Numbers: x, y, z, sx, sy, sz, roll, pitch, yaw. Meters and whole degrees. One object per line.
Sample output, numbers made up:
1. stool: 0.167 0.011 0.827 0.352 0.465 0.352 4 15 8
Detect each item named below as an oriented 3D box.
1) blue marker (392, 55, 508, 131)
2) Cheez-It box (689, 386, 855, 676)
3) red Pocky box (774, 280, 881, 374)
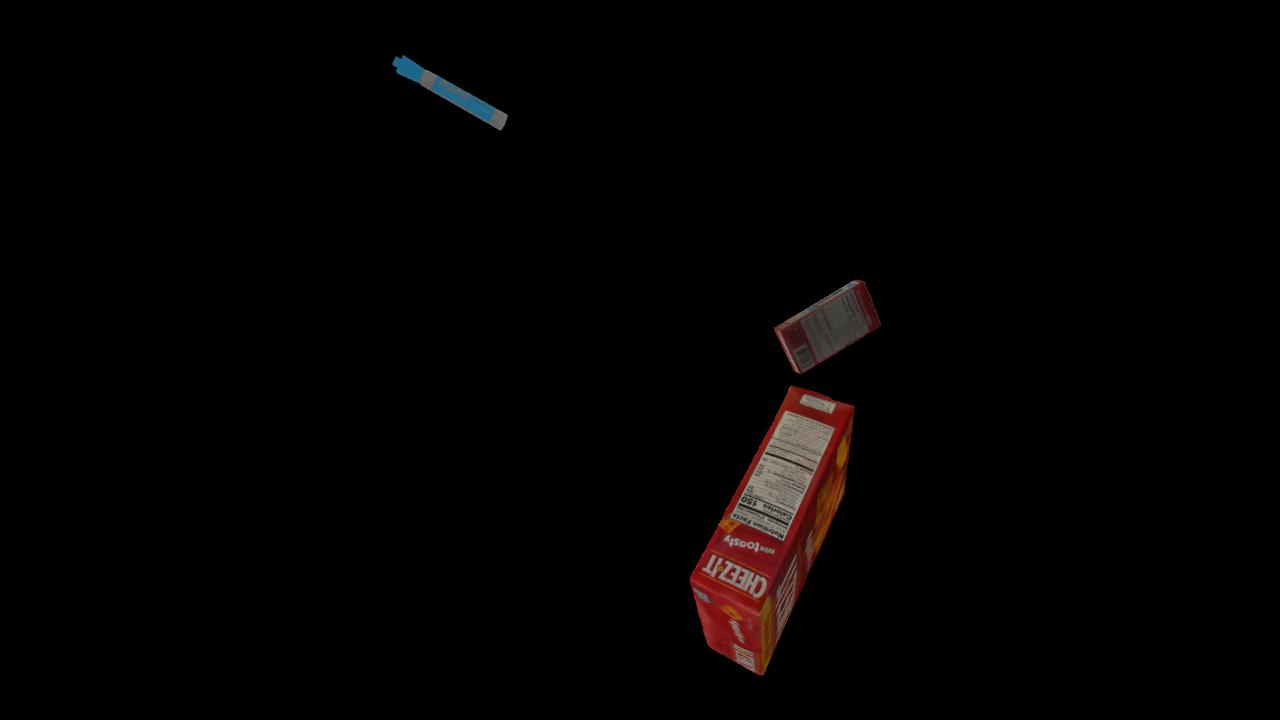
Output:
1. blue marker: -0.198 -0.281 0.646 0.121 0.020 0.020 23 -11 -26
2. Cheez-It box: 0.132 0.161 0.588 0.071 0.223 0.166 19 -35 28
3. red Pocky box: 0.290 -0.051 0.950 0.155 0.083 0.028 -30 17 -6
